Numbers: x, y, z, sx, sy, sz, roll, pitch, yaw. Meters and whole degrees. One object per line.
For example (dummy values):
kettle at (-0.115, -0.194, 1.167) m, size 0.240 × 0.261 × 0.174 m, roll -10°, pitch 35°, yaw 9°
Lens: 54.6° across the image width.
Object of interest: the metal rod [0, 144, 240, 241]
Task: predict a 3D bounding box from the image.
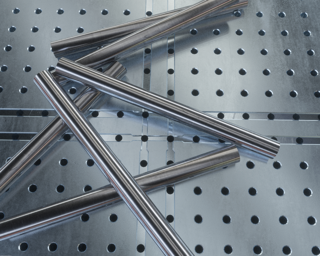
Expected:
metal rod at (-0.045, 0.077, 0.383) m, size 0.302 × 0.025 × 0.025 m, roll -17°, pitch 71°, yaw -6°

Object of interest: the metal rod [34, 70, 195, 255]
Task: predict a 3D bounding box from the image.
metal rod at (-0.060, 0.043, 0.367) m, size 0.025 × 0.025 × 0.300 m, roll -37°, pitch 74°, yaw -12°

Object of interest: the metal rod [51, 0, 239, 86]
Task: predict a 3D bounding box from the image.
metal rod at (-0.025, -0.129, 0.445) m, size 0.301 × 0.025 × 0.025 m, roll -26°, pitch 72°, yaw -4°

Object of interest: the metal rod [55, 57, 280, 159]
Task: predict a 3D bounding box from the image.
metal rod at (0.009, -0.026, 0.405) m, size 0.301 × 0.025 × 0.025 m, roll 21°, pitch 71°, yaw 1°

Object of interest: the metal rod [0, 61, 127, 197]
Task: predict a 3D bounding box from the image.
metal rod at (-0.155, 0.020, 0.403) m, size 0.025 × 0.025 × 0.301 m, roll 39°, pitch 74°, yaw 13°

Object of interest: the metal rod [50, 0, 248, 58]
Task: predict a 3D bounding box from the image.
metal rod at (-0.012, -0.157, 0.469) m, size 0.302 × 0.025 × 0.025 m, roll -17°, pitch 71°, yaw -6°
